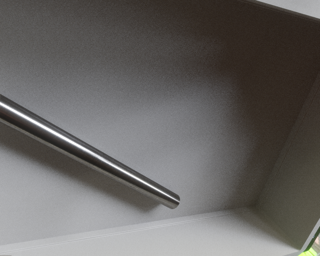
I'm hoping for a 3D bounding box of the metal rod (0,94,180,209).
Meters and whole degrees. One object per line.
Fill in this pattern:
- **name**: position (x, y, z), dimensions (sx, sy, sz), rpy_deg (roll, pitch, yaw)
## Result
- **metal rod**: position (-0.071, 0.047, 0.400), dimensions (0.025, 0.025, 0.301), rpy_deg (-48, 129, 6)
